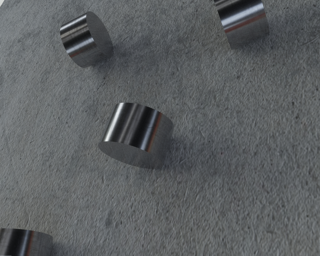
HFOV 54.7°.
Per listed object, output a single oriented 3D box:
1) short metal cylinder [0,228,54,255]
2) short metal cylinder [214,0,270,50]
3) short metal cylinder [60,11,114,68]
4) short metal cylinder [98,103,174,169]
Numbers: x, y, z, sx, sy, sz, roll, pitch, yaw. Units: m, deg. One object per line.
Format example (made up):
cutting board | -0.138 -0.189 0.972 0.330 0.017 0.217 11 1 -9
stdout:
short metal cylinder | -0.172 0.153 0.365 0.080 0.080 0.050 -13 57 21
short metal cylinder | 0.105 -0.149 0.405 0.050 0.080 0.080 -19 54 17
short metal cylinder | -0.122 -0.148 0.524 0.050 0.080 0.080 -20 54 17
short metal cylinder | -0.028 0.011 0.376 0.080 0.080 0.050 4 64 30
